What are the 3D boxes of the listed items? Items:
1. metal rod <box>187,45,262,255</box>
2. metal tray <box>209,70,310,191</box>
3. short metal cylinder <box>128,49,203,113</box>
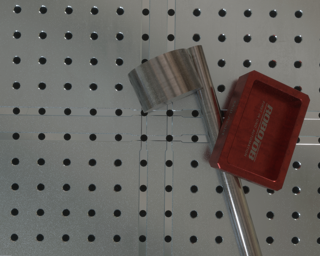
[{"bbox_3d":[0.085,0.037,0.413,0.025,0.025,0.298,-16,90,0],"label":"metal rod"},{"bbox_3d":[0.127,0.004,0.395,0.090,0.030,0.130,22,82,-10],"label":"metal tray"},{"bbox_3d":[0.007,-0.057,0.386,0.080,0.080,0.050,-24,90,0],"label":"short metal cylinder"}]
